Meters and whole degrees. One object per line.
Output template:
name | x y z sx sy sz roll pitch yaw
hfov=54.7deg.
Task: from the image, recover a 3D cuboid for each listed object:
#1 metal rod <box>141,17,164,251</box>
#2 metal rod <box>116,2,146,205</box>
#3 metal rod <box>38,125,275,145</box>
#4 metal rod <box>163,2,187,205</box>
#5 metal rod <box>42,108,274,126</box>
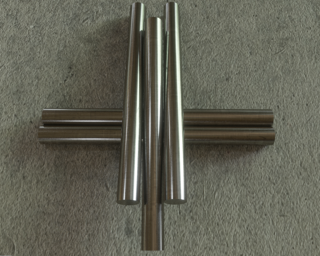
metal rod | -0.008 -0.008 0.385 0.025 0.025 0.299 0 70 -1
metal rod | -0.034 -0.051 0.405 0.025 0.025 0.299 0 62 0
metal rod | -0.004 0.010 0.407 0.302 0.025 0.025 0 70 -1
metal rod | 0.017 -0.052 0.406 0.025 0.025 0.299 0 62 0
metal rod | -0.002 -0.014 0.415 0.302 0.025 0.025 0 70 -1
